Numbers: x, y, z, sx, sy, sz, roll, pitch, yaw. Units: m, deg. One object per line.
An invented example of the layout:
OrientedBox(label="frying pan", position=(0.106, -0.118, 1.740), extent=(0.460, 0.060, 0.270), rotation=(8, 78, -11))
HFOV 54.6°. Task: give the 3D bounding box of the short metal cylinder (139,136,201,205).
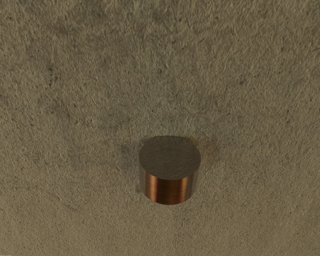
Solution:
OrientedBox(label="short metal cylinder", position=(0.012, 0.056, 0.418), extent=(0.080, 0.080, 0.050), rotation=(1, 130, -1))
